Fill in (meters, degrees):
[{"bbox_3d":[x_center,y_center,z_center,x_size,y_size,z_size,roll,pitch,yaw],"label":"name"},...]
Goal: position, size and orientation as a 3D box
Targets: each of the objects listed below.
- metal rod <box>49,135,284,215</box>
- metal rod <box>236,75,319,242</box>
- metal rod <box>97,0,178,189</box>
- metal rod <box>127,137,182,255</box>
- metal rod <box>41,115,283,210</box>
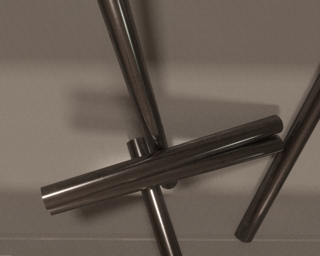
[{"bbox_3d":[0.018,0.054,0.388,0.302,0.025,0.025,-13,111,-13],"label":"metal rod"},{"bbox_3d":[0.179,0.034,0.426,0.025,0.025,0.298,18,109,-7],"label":"metal rod"},{"bbox_3d":[-0.016,-0.026,0.338,0.025,0.025,0.299,-12,134,4],"label":"metal rod"},{"bbox_3d":[0.013,0.154,0.379,0.025,0.025,0.299,-21,74,7],"label":"metal rod"},{"bbox_3d":[0.017,0.035,0.371,0.302,0.025,0.025,-16,111,-16],"label":"metal rod"}]
